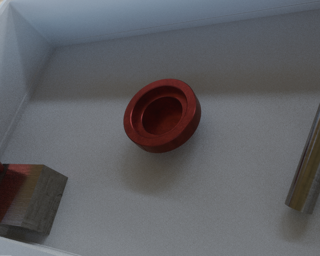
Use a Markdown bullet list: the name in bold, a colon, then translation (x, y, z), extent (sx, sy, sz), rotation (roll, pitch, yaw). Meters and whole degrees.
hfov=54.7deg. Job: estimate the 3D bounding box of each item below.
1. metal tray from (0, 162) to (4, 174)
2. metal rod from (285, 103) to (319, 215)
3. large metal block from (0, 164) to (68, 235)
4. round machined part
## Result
- **metal tray**: translation (-0.287, 0.030, 0.414), extent (0.090, 0.030, 0.130), rotation (-37, 78, -22)
- **metal rod**: translation (0.177, -0.065, 0.285), extent (0.025, 0.025, 0.298), rotation (20, 94, 35)
- **large metal block**: translation (-0.186, 0.096, 0.426), extent (0.080, 0.050, 0.080), rotation (-2, 61, 26)
- **round machined part**: translation (0.006, -0.012, 0.398), extent (0.098, 0.042, 0.098), rotation (-13, 56, 20)
